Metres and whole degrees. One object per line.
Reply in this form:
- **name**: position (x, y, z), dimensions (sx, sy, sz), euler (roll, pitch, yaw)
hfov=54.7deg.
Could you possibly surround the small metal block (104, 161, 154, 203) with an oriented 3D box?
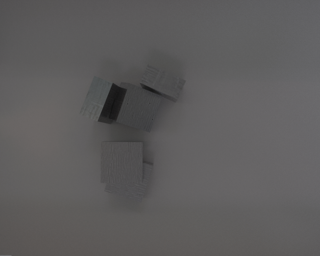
- **small metal block**: position (-0.040, 0.065, 0.411), dimensions (0.050, 0.025, 0.050), euler (18, 90, 0)

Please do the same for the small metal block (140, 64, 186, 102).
- **small metal block**: position (0.004, -0.056, 0.399), dimensions (0.050, 0.050, 0.025), euler (24, 90, 0)

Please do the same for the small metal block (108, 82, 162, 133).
- **small metal block**: position (-0.031, -0.027, 0.400), dimensions (0.050, 0.025, 0.050), euler (19, 90, -33)

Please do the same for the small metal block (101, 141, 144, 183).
- **small metal block**: position (-0.046, 0.042, 0.386), dimensions (0.050, 0.025, 0.050), euler (0, 90, 0)

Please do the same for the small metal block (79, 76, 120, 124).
- **small metal block**: position (-0.073, -0.034, 0.396), dimensions (0.025, 0.050, 0.050), euler (21, 90, 10)
